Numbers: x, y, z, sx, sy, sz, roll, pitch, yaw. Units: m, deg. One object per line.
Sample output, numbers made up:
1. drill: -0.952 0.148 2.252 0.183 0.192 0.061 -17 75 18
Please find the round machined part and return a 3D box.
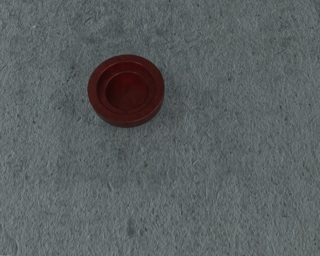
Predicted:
1. round machined part: -0.043 -0.046 0.416 0.099 0.042 0.098 0 70 0
